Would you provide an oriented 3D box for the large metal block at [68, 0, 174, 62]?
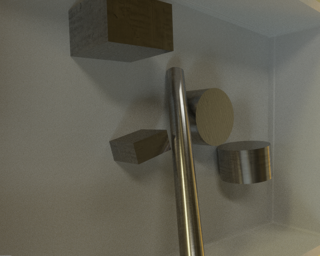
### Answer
[{"bbox_3d":[-0.043,-0.106,0.336,0.081,0.080,0.050,-4,93,-40],"label":"large metal block"}]

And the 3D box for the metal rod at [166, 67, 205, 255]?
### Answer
[{"bbox_3d":[0.028,0.053,0.354,0.025,0.025,0.299,23,51,-38],"label":"metal rod"}]

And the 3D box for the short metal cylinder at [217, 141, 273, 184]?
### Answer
[{"bbox_3d":[0.133,0.052,0.485,0.081,0.080,0.050,-11,98,-40],"label":"short metal cylinder"}]

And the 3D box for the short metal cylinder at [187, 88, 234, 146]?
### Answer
[{"bbox_3d":[0.061,-0.015,0.444,0.081,0.050,0.079,0,90,-40],"label":"short metal cylinder"}]

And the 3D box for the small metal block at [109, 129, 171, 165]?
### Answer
[{"bbox_3d":[-0.024,0.021,0.372,0.050,0.050,0.025,-21,104,-38],"label":"small metal block"}]
